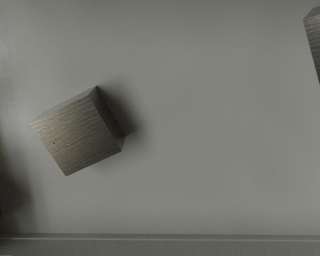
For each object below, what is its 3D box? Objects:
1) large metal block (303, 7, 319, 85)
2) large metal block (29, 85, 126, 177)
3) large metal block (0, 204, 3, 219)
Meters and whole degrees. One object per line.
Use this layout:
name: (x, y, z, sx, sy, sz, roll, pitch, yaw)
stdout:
large metal block: (0.216, -0.101, 0.342, 0.080, 0.050, 0.080, -7, 115, 42)
large metal block: (-0.101, 0.003, 0.398, 0.080, 0.050, 0.080, -25, 108, 9)
large metal block: (-0.265, 0.110, 0.420, 0.050, 0.080, 0.079, 1, 110, 0)
